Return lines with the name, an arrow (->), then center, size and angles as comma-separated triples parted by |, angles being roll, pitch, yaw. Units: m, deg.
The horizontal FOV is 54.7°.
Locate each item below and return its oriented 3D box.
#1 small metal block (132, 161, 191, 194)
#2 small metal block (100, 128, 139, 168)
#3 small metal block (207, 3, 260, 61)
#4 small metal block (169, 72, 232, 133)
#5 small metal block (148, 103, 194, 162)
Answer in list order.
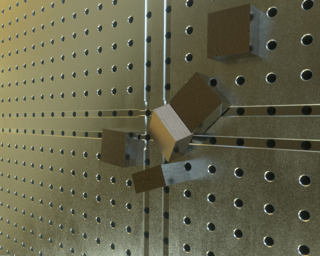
small metal block -> 0.002, 0.062, 0.390 | 0.050, 0.050, 0.025 | -23, 76, 37
small metal block -> -0.060, 0.028, 0.457 | 0.050, 0.025, 0.050 | 8, 95, 39
small metal block -> 0.081, -0.103, 0.342 | 0.050, 0.025, 0.050 | 2, 91, 39
small metal block -> 0.047, -0.029, 0.367 | 0.050, 0.025, 0.050 | -47, 62, 25
small metal block -> 0.012, 0.006, 0.383 | 0.050, 0.025, 0.050 | 55, 153, 25
